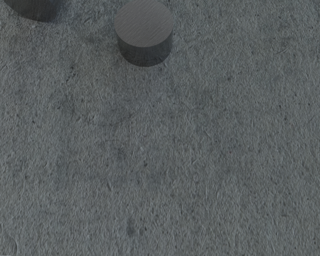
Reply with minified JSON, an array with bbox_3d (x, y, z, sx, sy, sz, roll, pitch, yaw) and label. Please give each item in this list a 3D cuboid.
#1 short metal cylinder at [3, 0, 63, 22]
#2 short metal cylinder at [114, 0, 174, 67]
[{"bbox_3d":[-0.183,-0.202,0.451,0.080,0.080,0.050,12,71,4],"label":"short metal cylinder"},{"bbox_3d":[-0.022,-0.135,0.444,0.081,0.050,0.080,0,70,0],"label":"short metal cylinder"}]
